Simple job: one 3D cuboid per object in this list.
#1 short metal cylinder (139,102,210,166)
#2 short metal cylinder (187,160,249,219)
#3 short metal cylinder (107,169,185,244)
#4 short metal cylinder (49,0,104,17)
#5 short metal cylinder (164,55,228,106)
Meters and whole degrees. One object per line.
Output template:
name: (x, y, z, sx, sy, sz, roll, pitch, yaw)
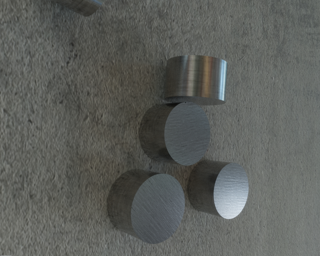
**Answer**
short metal cylinder: (0.020, 0.007, 0.405, 0.081, 0.050, 0.080, 0, 90, -40)
short metal cylinder: (0.087, 0.089, 0.461, 0.081, 0.050, 0.080, 0, 90, -40)
short metal cylinder: (-0.016, 0.092, 0.375, 0.081, 0.050, 0.080, 0, 90, -40)
short metal cylinder: (-0.082, -0.157, 0.300, 0.050, 0.080, 0.080, 15, 80, -39)
short metal cylinder: (0.047, -0.060, 0.408, 0.081, 0.080, 0.050, 6, 86, -40)
